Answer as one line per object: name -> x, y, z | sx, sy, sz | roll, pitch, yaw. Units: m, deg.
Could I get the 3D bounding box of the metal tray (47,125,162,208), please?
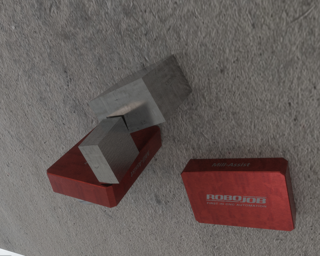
metal tray -> -0.065, 0.037, 0.395 | 0.090, 0.131, 0.030 | 9, 124, 23

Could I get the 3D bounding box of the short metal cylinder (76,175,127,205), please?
short metal cylinder -> -0.090, 0.071, 0.463 | 0.050, 0.080, 0.080 | -19, 109, 35

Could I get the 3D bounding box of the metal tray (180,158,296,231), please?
metal tray -> 0.101, 0.085, 0.403 | 0.130, 0.030, 0.090 | -4, 116, 30

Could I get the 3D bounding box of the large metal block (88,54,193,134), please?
large metal block -> -0.020, -0.036, 0.360 | 0.080, 0.080, 0.050 | -18, 109, 35

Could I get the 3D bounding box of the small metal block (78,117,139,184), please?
small metal block -> -0.052, 0.023, 0.329 | 0.025, 0.050, 0.050 | -7, 121, 29
